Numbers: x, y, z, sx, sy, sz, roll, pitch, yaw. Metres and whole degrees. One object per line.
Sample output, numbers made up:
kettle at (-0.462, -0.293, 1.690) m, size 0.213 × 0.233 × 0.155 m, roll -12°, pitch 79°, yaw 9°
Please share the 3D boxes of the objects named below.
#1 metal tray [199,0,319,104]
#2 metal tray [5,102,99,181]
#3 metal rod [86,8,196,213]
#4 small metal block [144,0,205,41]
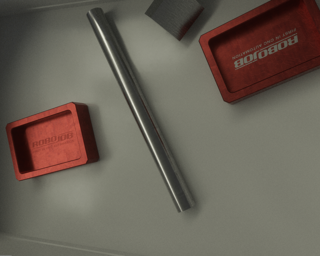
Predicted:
metal tray at (0.123, -0.093, 0.364) m, size 0.130 × 0.030 × 0.090 m, roll -23°, pitch 83°, yaw 18°
metal tray at (-0.163, 0.021, 0.463) m, size 0.130 × 0.030 × 0.090 m, roll -16°, pitch 85°, yaw 19°
metal rod at (-0.029, -0.030, 0.419) m, size 0.025 × 0.025 × 0.299 m, roll -28°, pitch 81°, yaw 17°
small metal block at (0.018, -0.147, 0.388) m, size 0.050 × 0.050 × 0.025 m, roll -52°, pitch 36°, yaw 13°
